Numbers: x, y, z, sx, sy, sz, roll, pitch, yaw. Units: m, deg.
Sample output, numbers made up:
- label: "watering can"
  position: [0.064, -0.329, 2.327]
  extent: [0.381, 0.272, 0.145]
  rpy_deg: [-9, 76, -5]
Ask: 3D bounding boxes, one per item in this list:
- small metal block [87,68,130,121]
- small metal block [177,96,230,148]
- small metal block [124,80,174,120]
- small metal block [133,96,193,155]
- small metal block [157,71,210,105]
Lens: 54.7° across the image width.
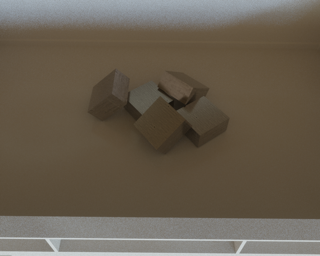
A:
- label: "small metal block"
  position: [-0.069, -0.045, 0.422]
  extent: [0.050, 0.025, 0.050]
  rpy_deg: [-31, 40, 32]
- label: "small metal block"
  position: [0.055, -0.009, 0.411]
  extent: [0.050, 0.025, 0.050]
  rpy_deg: [-29, 56, -23]
- label: "small metal block"
  position: [-0.016, -0.034, 0.431]
  extent: [0.050, 0.025, 0.050]
  rpy_deg: [-31, 57, -24]
- label: "small metal block"
  position: [0.003, -0.004, 0.391]
  extent: [0.050, 0.025, 0.050]
  rpy_deg: [-47, 59, 4]
- label: "small metal block"
  position: [0.034, -0.057, 0.436]
  extent: [0.050, 0.025, 0.050]
  rpy_deg: [36, 24, 25]
